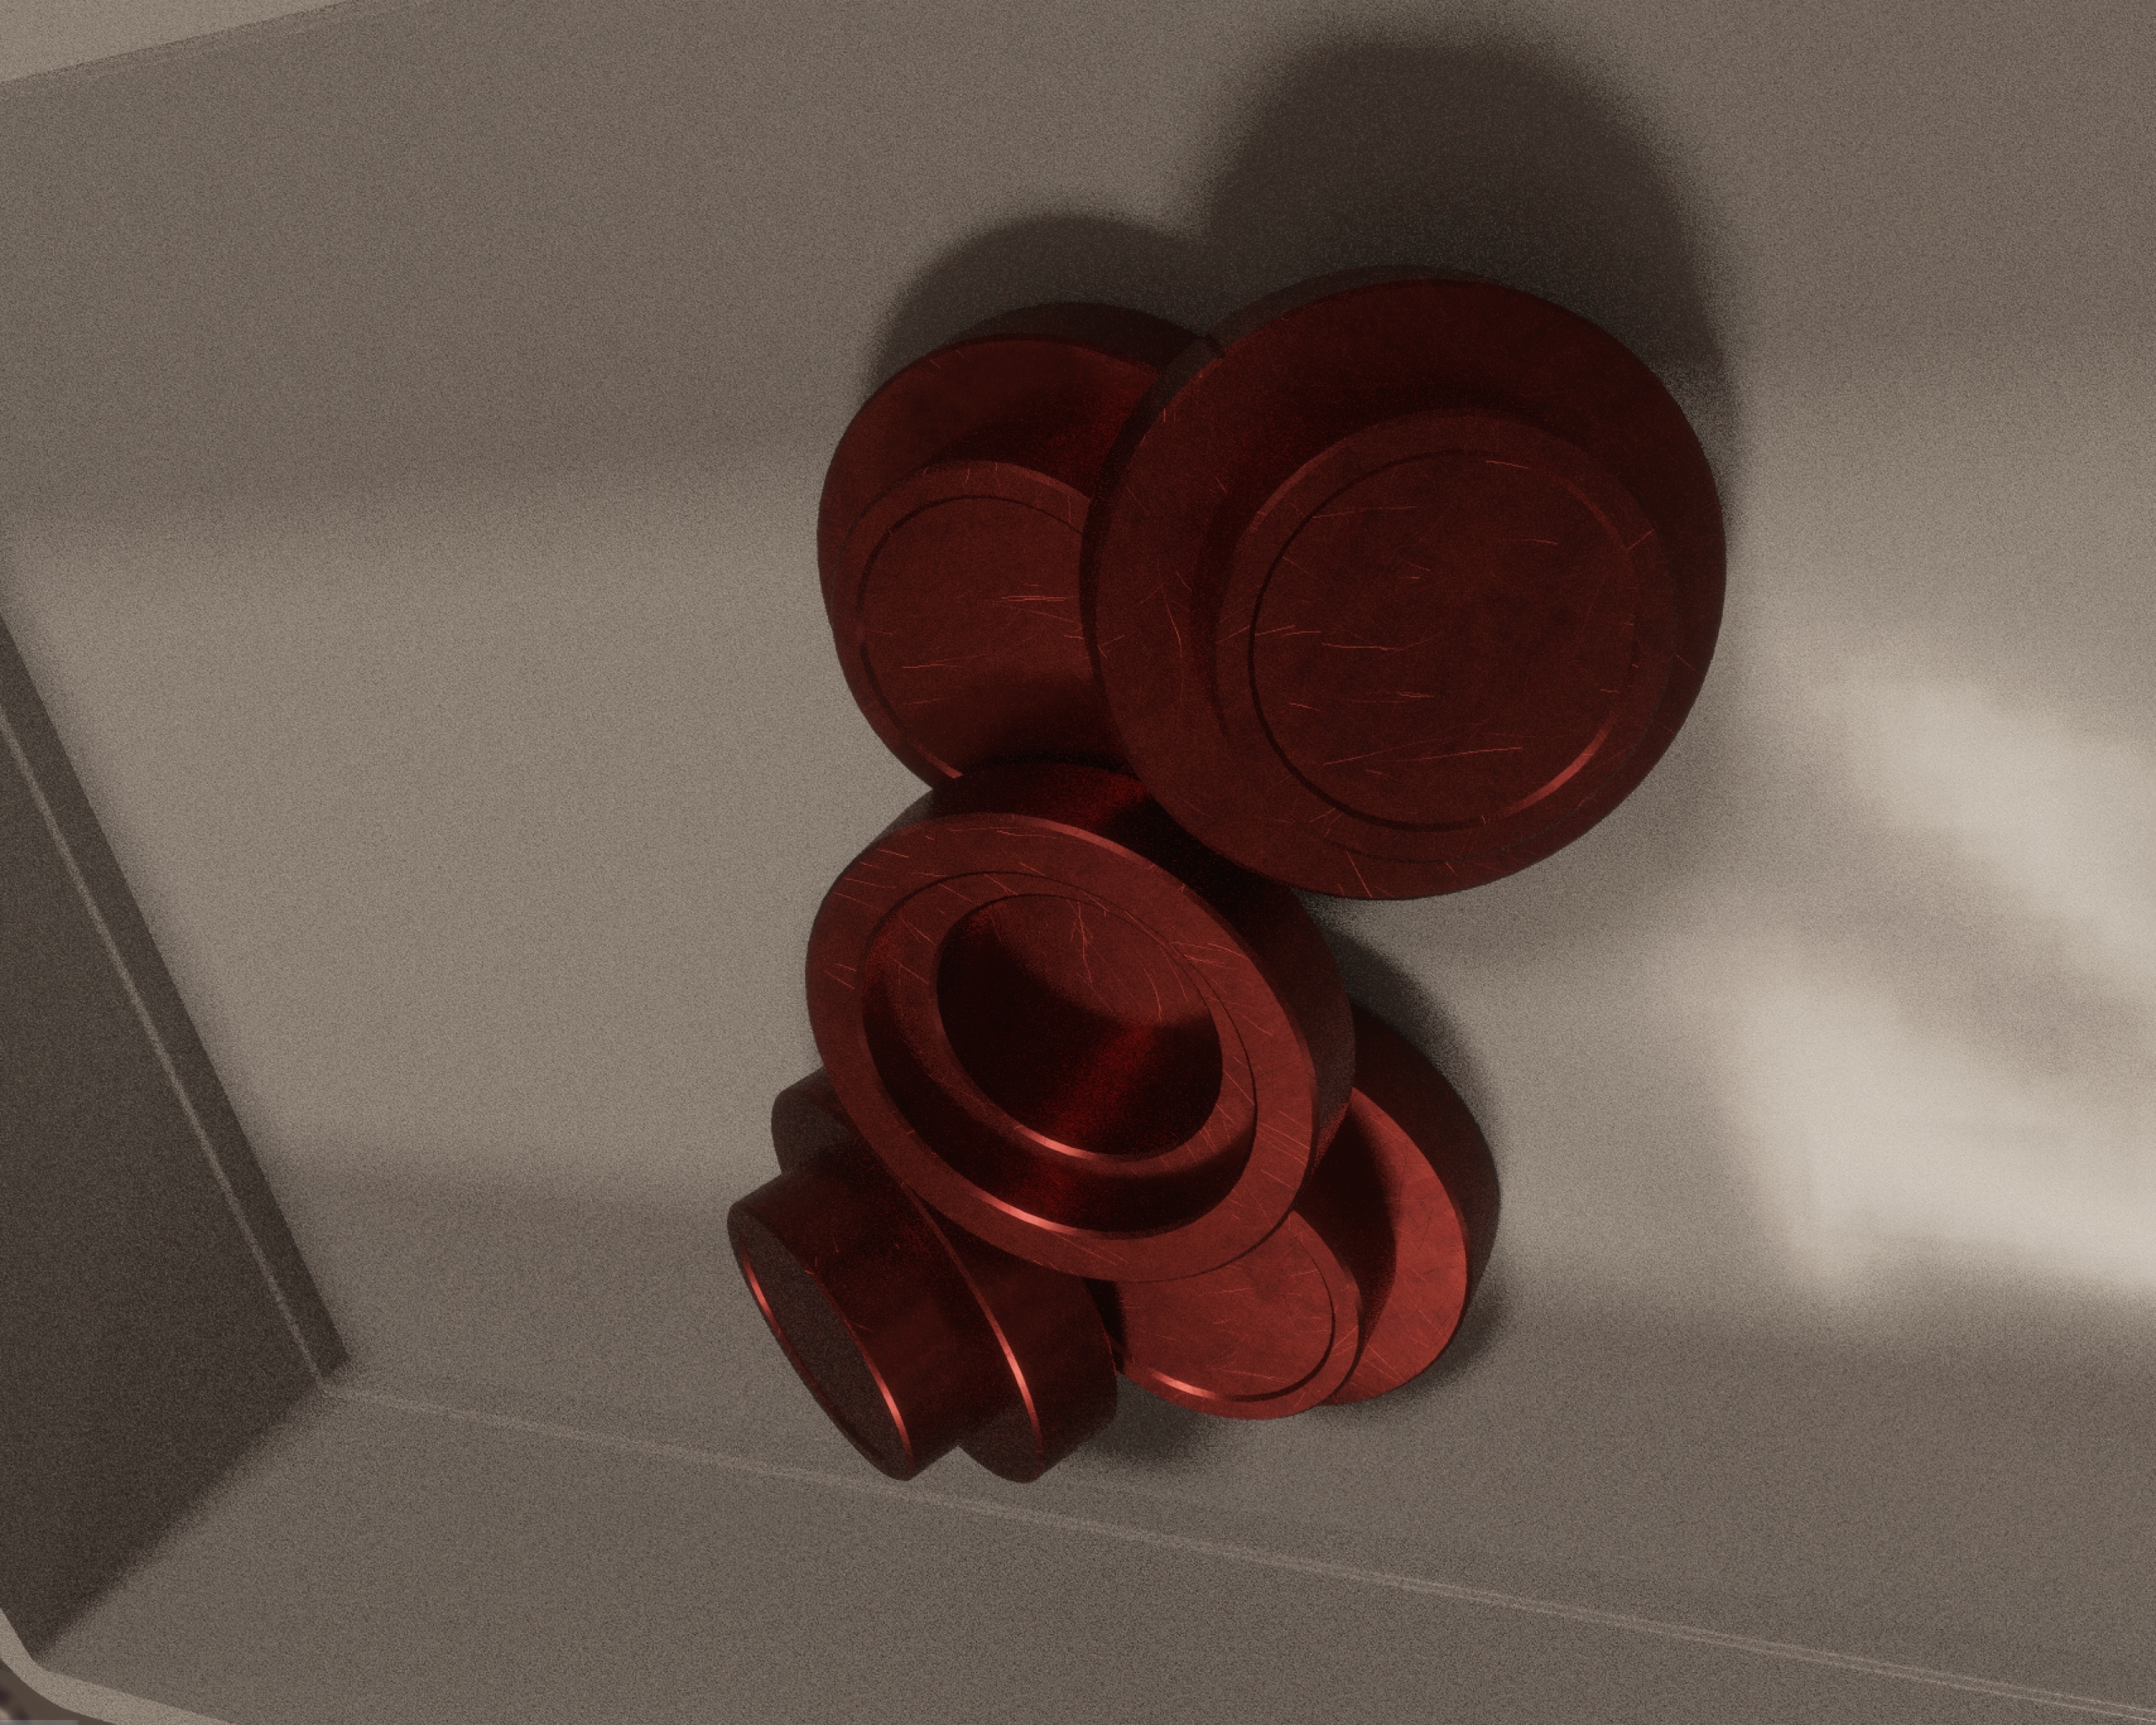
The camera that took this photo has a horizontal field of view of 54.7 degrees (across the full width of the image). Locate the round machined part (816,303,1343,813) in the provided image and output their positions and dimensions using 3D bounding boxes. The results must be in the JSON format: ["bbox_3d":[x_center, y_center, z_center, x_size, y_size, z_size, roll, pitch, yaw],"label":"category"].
[{"bbox_3d":[-0.004,-0.045,0.368,0.098,0.042,0.097,13,124,20],"label":"round machined part"}]

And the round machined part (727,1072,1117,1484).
[{"bbox_3d":[-0.038,0.091,0.443,0.098,0.042,0.097,43,151,32],"label":"round machined part"}]

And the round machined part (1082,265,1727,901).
[{"bbox_3d":[0.051,-0.039,0.317,0.099,0.042,0.097,-2,112,-5],"label":"round machined part"}]

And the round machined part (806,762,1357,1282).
[{"bbox_3d":[0.004,0.025,0.380,0.098,0.042,0.097,13,124,20],"label":"round machined part"}]

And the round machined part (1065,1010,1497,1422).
[{"bbox_3d":[0.032,0.074,0.423,0.098,0.042,0.097,13,124,20],"label":"round machined part"}]
